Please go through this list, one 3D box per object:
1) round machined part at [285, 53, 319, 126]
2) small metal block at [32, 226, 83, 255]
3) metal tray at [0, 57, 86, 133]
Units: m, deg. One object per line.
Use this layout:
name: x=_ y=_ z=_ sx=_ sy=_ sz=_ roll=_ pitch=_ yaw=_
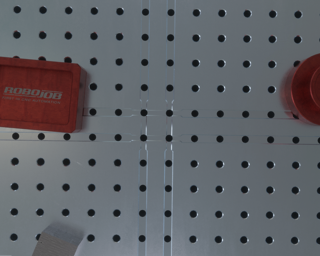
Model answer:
round machined part: x=0.222 y=-0.051 z=0.407 sx=0.099 sy=0.042 sz=0.097 roll=0 pitch=90 yaw=0
small metal block: x=-0.139 y=0.166 z=0.412 sx=0.050 sy=0.025 sz=0.050 roll=23 pitch=90 yaw=0
metal tray: x=-0.169 y=-0.043 z=0.409 sx=0.131 sy=0.030 sz=0.089 roll=5 pitch=90 yaw=0
